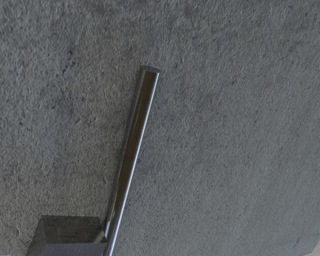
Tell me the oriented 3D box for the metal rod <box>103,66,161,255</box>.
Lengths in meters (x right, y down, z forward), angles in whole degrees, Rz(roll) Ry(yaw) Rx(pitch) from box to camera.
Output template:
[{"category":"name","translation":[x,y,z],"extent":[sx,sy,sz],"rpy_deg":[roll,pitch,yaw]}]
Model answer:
[{"category":"metal rod","translation":[-0.048,0.063,0.419],"extent":[0.025,0.025,0.298],"rpy_deg":[1,118,-29]}]

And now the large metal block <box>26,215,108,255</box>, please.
[{"category":"large metal block","translation":[-0.130,0.169,0.424],"extent":[0.081,0.050,0.080],"rpy_deg":[14,111,-34]}]
